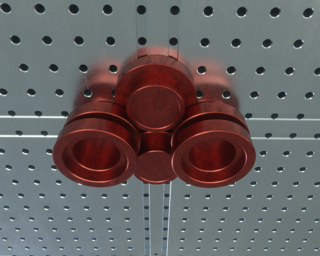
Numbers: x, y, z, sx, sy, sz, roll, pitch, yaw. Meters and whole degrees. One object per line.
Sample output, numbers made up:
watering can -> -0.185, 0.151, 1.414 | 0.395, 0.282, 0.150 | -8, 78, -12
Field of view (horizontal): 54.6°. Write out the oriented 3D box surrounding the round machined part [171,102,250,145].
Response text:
round machined part -> 0.063, 0.005, 0.404 | 0.099, 0.042, 0.097 | 0, 130, 0

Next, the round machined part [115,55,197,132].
round machined part -> -0.005, -0.033, 0.371 | 0.099, 0.042, 0.097 | 0, 130, 0

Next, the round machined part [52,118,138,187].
round machined part -> -0.076, 0.025, 0.378 | 0.099, 0.042, 0.097 | 0, 130, 0

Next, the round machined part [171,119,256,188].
round machined part -> 0.063, 0.027, 0.381 | 0.099, 0.042, 0.097 | 0, 130, 0

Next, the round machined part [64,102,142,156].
round machined part -> -0.073, 0.005, 0.403 | 0.099, 0.042, 0.097 | 0, 130, 0

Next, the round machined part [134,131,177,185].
round machined part -> -0.005, 0.042, 0.435 | 0.099, 0.042, 0.097 | 0, 130, 0
